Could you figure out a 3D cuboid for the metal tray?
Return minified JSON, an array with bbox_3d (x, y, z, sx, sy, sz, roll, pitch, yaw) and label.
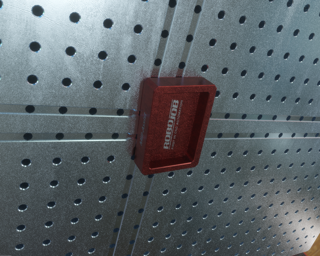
[{"bbox_3d":[0.019,-0.002,0.418,0.091,0.030,0.129,-5,121,-26],"label":"metal tray"}]
